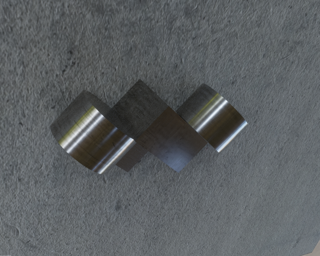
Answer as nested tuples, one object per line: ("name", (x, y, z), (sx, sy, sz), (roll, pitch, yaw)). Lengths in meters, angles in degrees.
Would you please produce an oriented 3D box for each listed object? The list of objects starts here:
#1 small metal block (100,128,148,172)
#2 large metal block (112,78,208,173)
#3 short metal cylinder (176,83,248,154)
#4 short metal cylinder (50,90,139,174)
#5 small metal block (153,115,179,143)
("small metal block", (-0.045, 0.022, 0.398), (0.050, 0.025, 0.050), (-46, 129, 4))
("large metal block", (-0.002, -0.004, 0.371), (0.050, 0.080, 0.080), (-47, 130, 4))
("short metal cylinder", (0.066, -0.012, 0.402), (0.050, 0.080, 0.080), (-46, 129, 4))
("short metal cylinder", (-0.070, 0.004, 0.337), (0.050, 0.080, 0.080), (-46, 129, 4))
("small metal block", (0.026, 0.016, 0.433), (0.050, 0.025, 0.050), (-46, 129, 4))
